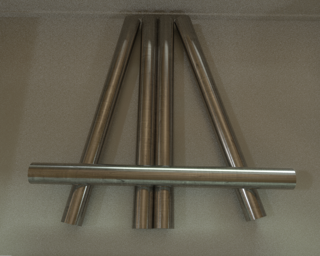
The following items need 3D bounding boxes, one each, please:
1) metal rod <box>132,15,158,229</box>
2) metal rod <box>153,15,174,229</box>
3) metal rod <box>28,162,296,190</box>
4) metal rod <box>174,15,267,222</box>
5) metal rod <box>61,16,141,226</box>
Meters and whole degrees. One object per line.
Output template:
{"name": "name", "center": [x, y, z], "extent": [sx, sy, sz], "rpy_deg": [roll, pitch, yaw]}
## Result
{"name": "metal rod", "center": [-0.018, -0.022, 0.416], "extent": [0.025, 0.025, 0.299], "rpy_deg": [1, 70, 0]}
{"name": "metal rod", "center": [0.007, -0.022, 0.416], "extent": [0.025, 0.025, 0.299], "rpy_deg": [1, 70, 0]}
{"name": "metal rod", "center": [0.002, 0.056, 0.360], "extent": [0.302, 0.025, 0.025], "rpy_deg": [1, 70, 0]}
{"name": "metal rod", "center": [0.074, -0.027, 0.419], "extent": [0.025, 0.025, 0.299], "rpy_deg": [-15, 71, -5]}
{"name": "metal rod", "center": [-0.073, -0.024, 0.416], "extent": [0.025, 0.025, 0.299], "rpy_deg": [12, 70, 4]}
